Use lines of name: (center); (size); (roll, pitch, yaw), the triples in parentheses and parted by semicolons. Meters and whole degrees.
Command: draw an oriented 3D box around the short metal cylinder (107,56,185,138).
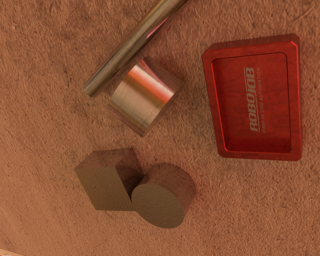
short metal cylinder: (-0.015, -0.035, 0.358); (0.050, 0.080, 0.080); (38, 129, 3)

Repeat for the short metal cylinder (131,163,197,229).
short metal cylinder: (0.006, 0.097, 0.448); (0.080, 0.050, 0.079); (13, 124, 20)

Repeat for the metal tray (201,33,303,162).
metal tray: (0.102, -0.028, 0.332); (0.090, 0.030, 0.129); (0, 119, 28)

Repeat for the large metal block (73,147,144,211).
large metal block: (-0.072, 0.080, 0.478); (0.080, 0.050, 0.080); (-8, 115, 32)

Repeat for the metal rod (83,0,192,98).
metal rod: (0.001, -0.121, 0.331); (0.025, 0.025, 0.299); (49, 129, -7)
